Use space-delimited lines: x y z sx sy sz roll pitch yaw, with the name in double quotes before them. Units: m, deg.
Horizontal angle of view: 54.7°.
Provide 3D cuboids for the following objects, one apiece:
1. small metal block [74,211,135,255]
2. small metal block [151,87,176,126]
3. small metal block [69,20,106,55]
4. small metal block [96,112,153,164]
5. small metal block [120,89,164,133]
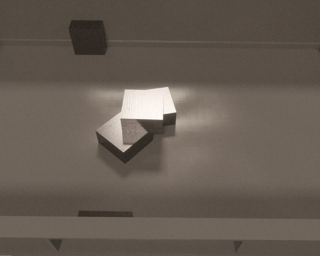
"small metal block" -0.051 0.103 0.301 0.050 0.050 0.025 1 50 0
"small metal block" -0.008 -0.028 0.428 0.050 0.025 0.050 -9 51 -8
"small metal block" -0.118 -0.149 0.513 0.050 0.050 0.025 0 50 0
"small metal block" -0.045 0.010 0.396 0.050 0.025 0.050 35 58 25
"small metal block" -0.021 -0.022 0.391 0.050 0.025 0.050 2 50 1
